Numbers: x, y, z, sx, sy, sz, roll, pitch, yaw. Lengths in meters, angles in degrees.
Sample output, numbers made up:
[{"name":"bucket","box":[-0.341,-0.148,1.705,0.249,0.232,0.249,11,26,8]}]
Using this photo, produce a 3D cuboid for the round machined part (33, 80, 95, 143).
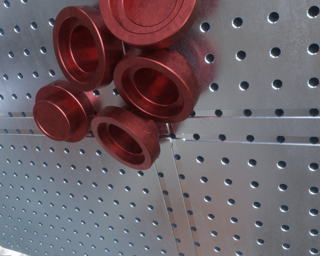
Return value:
[{"name":"round machined part","box":[-0.151,-0.019,0.469,0.098,0.042,0.097,13,124,21]}]

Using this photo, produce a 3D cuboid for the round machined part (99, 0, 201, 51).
[{"name":"round machined part","box":[-0.007,-0.126,0.309,0.098,0.042,0.097,0,90,18]}]

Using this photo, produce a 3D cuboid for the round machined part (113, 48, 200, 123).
[{"name":"round machined part","box":[0.000,-0.053,0.355,0.098,0.042,0.098,20,146,15]}]

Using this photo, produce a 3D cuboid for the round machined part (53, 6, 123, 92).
[{"name":"round machined part","box":[-0.083,-0.096,0.374,0.098,0.042,0.097,20,122,36]}]

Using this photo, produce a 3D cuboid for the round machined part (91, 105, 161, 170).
[{"name":"round machined part","box":[-0.040,0.008,0.415,0.098,0.042,0.098,26,145,20]}]
